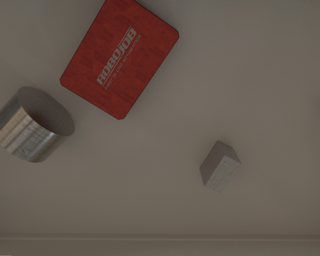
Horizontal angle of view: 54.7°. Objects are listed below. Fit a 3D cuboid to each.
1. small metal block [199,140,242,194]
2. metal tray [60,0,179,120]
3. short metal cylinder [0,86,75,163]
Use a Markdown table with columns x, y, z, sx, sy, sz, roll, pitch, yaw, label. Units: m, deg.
| x | y | z | sx | sy | sz | roll | pitch | yaw | label |
| --- | --- | --- | --- | --- | --- | --- | --- | --- | --- |
| 0.080 | 0.051 | 0.418 | 0.025 | 0.050 | 0.050 | 27 | 108 | -10 | small metal block |
| -0.049 | -0.086 | 0.376 | 0.090 | 0.030 | 0.129 | 32 | 107 | -12 | metal tray |
| -0.153 | -0.004 | 0.378 | 0.050 | 0.080 | 0.080 | -42 | 105 | 14 | short metal cylinder |
